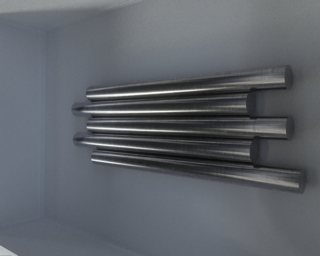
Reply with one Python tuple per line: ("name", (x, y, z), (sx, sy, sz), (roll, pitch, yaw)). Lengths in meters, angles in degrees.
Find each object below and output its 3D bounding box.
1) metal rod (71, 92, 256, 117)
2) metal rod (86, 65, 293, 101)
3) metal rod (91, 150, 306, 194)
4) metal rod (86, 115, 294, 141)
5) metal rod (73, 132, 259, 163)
("metal rod", (-0.020, -0.028, 0.420), (0.300, 0.025, 0.025), (1, 91, 39))
("metal rod", (0.009, -0.052, 0.396), (0.300, 0.025, 0.025), (1, 91, 39))
("metal rod", (0.019, 0.048, 0.388), (0.300, 0.025, 0.025), (1, 91, 39))
("metal rod", (0.010, -0.002, 0.395), (0.300, 0.025, 0.025), (1, 91, 39))
("metal rod", (-0.017, 0.022, 0.417), (0.300, 0.025, 0.025), (1, 91, 39))
